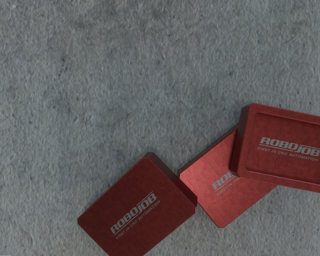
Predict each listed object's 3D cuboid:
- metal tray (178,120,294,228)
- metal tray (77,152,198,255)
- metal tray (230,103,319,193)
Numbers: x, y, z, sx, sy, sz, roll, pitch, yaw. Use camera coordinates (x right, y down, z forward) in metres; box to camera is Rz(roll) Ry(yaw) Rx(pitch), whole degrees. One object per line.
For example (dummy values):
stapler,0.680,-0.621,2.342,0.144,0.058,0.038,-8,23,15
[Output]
metal tray,0.100,0.056,0.409,0.130,0.030,0.090,-38,91,-1
metal tray,-0.029,0.105,0.392,0.130,0.030,0.090,-44,90,14
metal tray,0.160,0.026,0.379,0.131,0.030,0.089,11,88,-3
